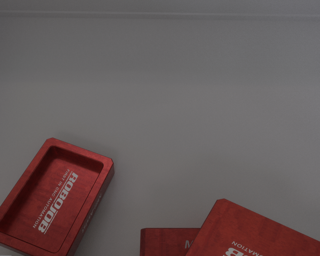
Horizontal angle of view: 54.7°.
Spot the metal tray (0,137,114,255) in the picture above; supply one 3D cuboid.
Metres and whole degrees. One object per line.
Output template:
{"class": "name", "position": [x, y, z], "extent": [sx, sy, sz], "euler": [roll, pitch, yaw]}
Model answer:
{"class": "metal tray", "position": [-0.120, 0.082, 0.358], "extent": [0.090, 0.030, 0.130], "euler": [19, 56, 7]}

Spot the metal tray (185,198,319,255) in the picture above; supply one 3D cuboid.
{"class": "metal tray", "position": [0.087, 0.119, 0.239], "extent": [0.130, 0.030, 0.090], "euler": [21, 43, 23]}

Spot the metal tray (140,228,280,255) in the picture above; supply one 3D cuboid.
{"class": "metal tray", "position": [0.047, 0.130, 0.325], "extent": [0.131, 0.090, 0.030], "euler": [0, 60, 0]}
